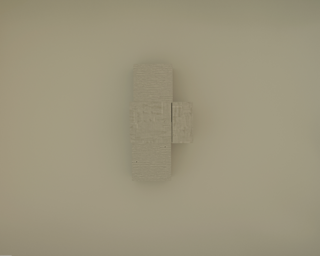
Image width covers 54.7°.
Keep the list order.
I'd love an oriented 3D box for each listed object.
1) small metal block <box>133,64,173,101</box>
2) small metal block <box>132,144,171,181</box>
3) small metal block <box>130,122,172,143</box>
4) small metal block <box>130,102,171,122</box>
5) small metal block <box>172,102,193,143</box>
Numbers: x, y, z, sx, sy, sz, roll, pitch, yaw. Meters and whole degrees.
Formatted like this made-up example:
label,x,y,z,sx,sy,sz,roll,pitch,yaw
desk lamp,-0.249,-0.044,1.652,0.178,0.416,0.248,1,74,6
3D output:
label,x,y,z,sx,sy,sz,roll,pitch,yaw
small metal block,-0.009,-0.057,0.409,0.050,0.025,0.050,0,90,0
small metal block,-0.011,0.043,0.409,0.050,0.025,0.050,0,90,0
small metal block,-0.011,0.005,0.397,0.050,0.050,0.025,0,90,0
small metal block,-0.011,-0.019,0.397,0.050,0.050,0.025,0,90,0
small metal block,0.027,-0.007,0.397,0.025,0.050,0.050,0,90,0
